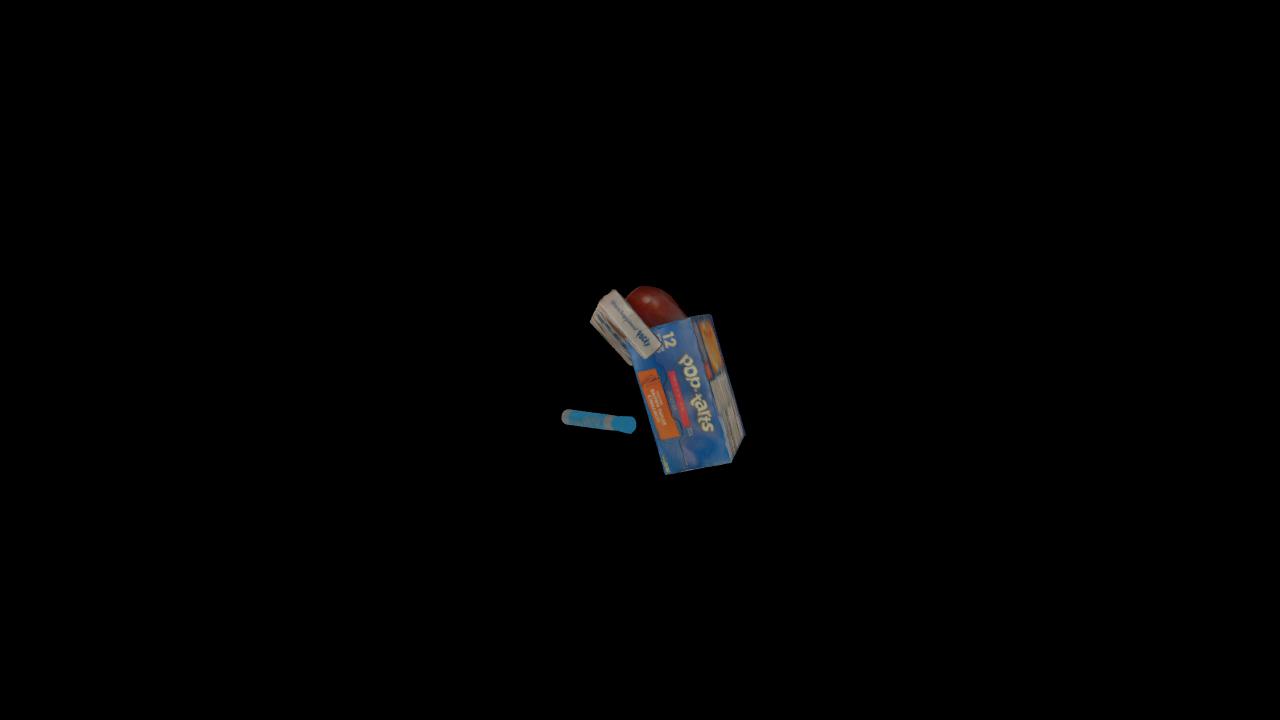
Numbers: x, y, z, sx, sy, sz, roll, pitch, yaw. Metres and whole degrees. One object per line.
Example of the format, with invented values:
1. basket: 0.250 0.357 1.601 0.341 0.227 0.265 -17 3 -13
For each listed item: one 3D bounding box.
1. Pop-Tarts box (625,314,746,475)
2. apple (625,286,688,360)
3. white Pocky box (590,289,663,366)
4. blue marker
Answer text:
1. Pop-Tarts box: 0.059 0.035 0.742 0.083 0.167 0.141 -17 1 16
2. apple: 0.014 -0.045 0.732 0.093 0.079 0.079 38 15 20
3. white Pocky box: -0.020 -0.034 0.740 0.028 0.084 0.154 -42 2 -9
4. blue marker: -0.047 0.069 0.701 0.020 0.020 0.121 0 0 -42
